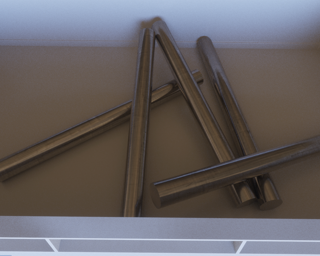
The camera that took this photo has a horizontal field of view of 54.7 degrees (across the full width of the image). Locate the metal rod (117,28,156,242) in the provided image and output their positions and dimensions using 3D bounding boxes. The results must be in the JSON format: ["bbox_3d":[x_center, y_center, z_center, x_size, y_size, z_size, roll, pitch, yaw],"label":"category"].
[{"bbox_3d":[-0.025,-0.015,0.390,0.025,0.025,0.299,2,58,1],"label":"metal rod"}]

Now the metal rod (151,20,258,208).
[{"bbox_3d":[0.046,-0.038,0.412,0.025,0.025,0.299,-15,59,-12],"label":"metal rod"}]

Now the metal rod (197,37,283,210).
[{"bbox_3d":[0.098,-0.030,0.431,0.025,0.025,0.300,-6,50,-6],"label":"metal rod"}]

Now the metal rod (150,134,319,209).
[{"bbox_3d":[0.132,0.034,0.348,0.303,0.025,0.025,-12,51,-23],"label":"metal rod"}]

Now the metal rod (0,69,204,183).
[{"bbox_3d":[-0.066,-0.013,0.414,0.302,0.025,0.025,-28,56,-22],"label":"metal rod"}]
